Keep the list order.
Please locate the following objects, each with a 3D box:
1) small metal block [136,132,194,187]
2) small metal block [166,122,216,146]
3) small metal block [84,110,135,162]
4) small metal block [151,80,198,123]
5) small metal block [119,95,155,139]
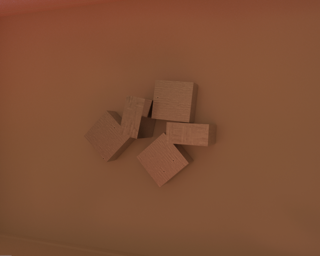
[{"bbox_3d":[0.007,0.041,0.405,0.050,0.025,0.050,-42,77,15],"label":"small metal block"},{"bbox_3d":[0.039,0.007,0.380,0.050,0.050,0.025,3,91,19],"label":"small metal block"},{"bbox_3d":[-0.068,0.011,0.431,0.050,0.025,0.050,-46,76,14],"label":"small metal block"},{"bbox_3d":[0.019,-0.034,0.401,0.050,0.025,0.050,7,92,19],"label":"small metal block"},{"bbox_3d":[-0.026,-0.014,0.403,0.025,0.050,0.050,13,95,19],"label":"small metal block"}]
